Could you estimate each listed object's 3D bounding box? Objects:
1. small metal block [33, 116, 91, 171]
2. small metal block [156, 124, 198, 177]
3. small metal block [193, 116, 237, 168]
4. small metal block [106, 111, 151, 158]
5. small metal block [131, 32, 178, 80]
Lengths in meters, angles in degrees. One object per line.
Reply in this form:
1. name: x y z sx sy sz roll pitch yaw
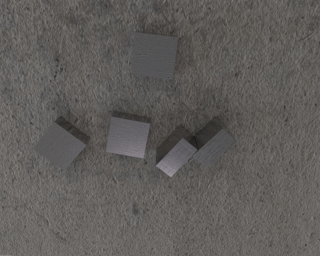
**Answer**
1. small metal block: -0.131 0.021 0.416 0.050 0.025 0.050 39 105 -13
2. small metal block: 0.021 0.028 0.407 0.025 0.050 0.050 39 105 -13
3. small metal block: 0.067 0.017 0.403 0.025 0.050 0.050 42 105 -14
4. small metal block: -0.042 0.009 0.412 0.050 0.025 0.050 10 110 -4
5. small metal block: -0.007 -0.089 0.377 0.050 0.025 0.050 6 110 -3
